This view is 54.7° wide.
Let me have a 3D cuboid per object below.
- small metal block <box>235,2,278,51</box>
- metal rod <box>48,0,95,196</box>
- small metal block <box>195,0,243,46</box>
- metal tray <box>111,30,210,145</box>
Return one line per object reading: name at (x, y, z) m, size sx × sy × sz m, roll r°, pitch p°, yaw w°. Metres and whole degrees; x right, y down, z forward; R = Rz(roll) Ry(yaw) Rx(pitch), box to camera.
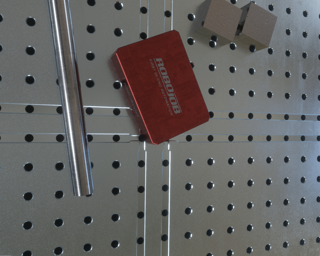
small metal block at (0.143, -0.152, 0.467) m, size 0.050 × 0.025 × 0.050 m, roll 21°, pitch 83°, yaw -19°
metal rod at (-0.110, -0.068, 0.372) m, size 0.025 × 0.025 × 0.298 m, roll -8°, pitch 93°, yaw -20°
small metal block at (0.084, -0.154, 0.445) m, size 0.050 × 0.025 × 0.050 m, roll 20°, pitch 83°, yaw -19°
metal tray at (0.003, -0.053, 0.412) m, size 0.091 × 0.030 × 0.129 m, roll -24°, pitch 98°, yaw -19°
